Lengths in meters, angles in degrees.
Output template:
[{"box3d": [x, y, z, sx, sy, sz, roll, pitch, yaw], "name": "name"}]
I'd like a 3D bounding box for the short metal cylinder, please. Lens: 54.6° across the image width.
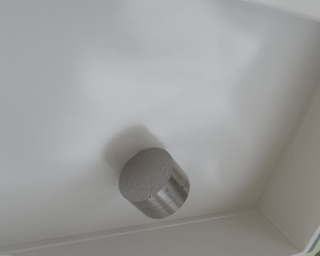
[{"box3d": [-0.007, 0.073, 0.413, 0.080, 0.080, 0.050, -39, 129, -2], "name": "short metal cylinder"}]
